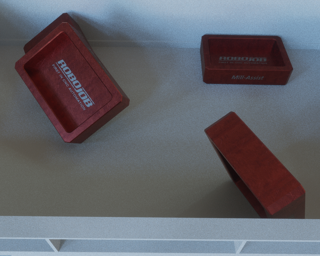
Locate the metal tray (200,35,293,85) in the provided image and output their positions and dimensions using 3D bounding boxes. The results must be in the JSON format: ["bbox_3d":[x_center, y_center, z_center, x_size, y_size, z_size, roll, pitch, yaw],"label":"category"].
[{"bbox_3d":[0.133,-0.111,0.496,0.131,0.030,0.090,1,50,0],"label":"metal tray"}]

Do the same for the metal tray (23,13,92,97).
[{"bbox_3d":[-0.148,-0.105,0.462,0.090,0.030,0.130,-37,55,7],"label":"metal tray"}]

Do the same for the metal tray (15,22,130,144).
[{"bbox_3d":[-0.112,-0.056,0.392,0.090,0.030,0.130,-38,79,6],"label":"metal tray"}]

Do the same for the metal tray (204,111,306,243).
[{"bbox_3d":[0.093,0.051,0.293,0.030,0.130,0.090,-35,53,2],"label":"metal tray"}]
